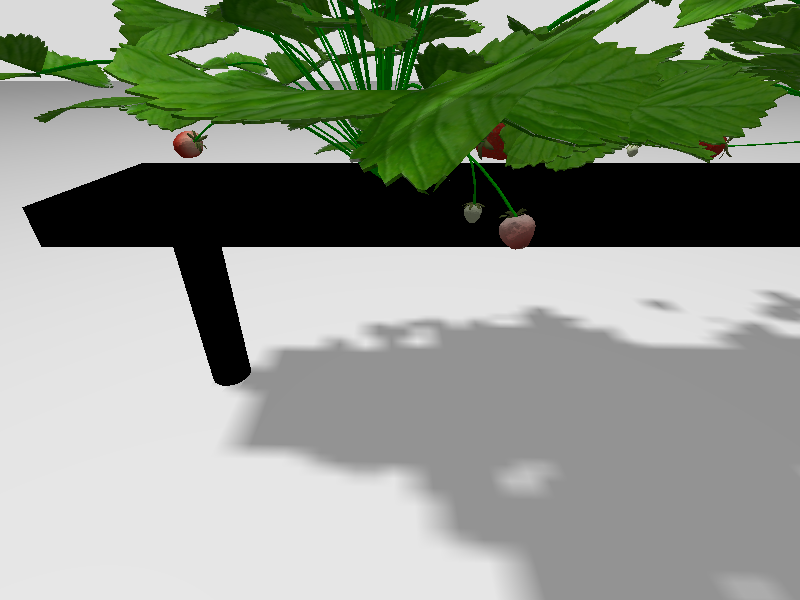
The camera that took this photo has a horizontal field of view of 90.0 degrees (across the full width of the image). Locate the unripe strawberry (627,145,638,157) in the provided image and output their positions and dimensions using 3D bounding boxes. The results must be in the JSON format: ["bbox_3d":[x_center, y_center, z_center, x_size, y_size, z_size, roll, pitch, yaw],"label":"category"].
[{"bbox_3d":[0.225,-0.144,0.387,0.010,0.011,0.011,8,31,13],"label":"unripe strawberry"}]

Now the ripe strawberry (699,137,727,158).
[{"bbox_3d":[0.310,-0.159,0.407,0.034,0.029,0.034,18,35,29],"label":"ripe strawberry"}]

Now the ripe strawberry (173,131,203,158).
[{"bbox_3d":[-0.219,-0.160,0.413,0.030,0.025,0.030,-5,25,29],"label":"ripe strawberry"}]

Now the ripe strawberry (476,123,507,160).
[{"bbox_3d":[0.100,-0.163,0.401,0.049,0.042,0.049,-18,35,-29],"label":"ripe strawberry"}]

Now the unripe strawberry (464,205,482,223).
[{"bbox_3d":[0.042,-0.050,0.233,0.011,0.011,0.010,-13,33,-21],"label":"unripe strawberry"}]

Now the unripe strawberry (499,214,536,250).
[{"bbox_3d":[0.061,-0.035,0.208,0.019,0.017,0.017,-14,0,-23],"label":"unripe strawberry"}]
